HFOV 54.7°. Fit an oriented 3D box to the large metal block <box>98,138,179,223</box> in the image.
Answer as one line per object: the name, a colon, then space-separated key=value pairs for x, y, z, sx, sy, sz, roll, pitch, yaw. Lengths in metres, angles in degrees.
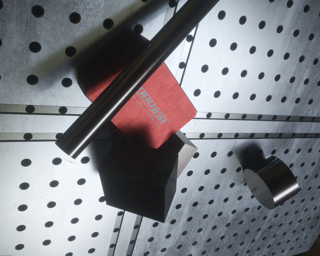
large metal block: x=-0.024 y=0.066 z=0.387 sx=0.080 sy=0.050 sz=0.080 roll=14 pitch=138 yaw=13

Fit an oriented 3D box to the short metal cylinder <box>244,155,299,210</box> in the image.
short metal cylinder: x=0.193 y=0.095 z=0.543 sx=0.050 sy=0.080 sz=0.080 roll=-28 pitch=128 yaw=-11

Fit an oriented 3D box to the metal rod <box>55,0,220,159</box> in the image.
metal rod: x=0.006 y=-0.089 z=0.323 sx=0.300 sy=0.025 sz=0.025 roll=-49 pitch=130 yaw=-9

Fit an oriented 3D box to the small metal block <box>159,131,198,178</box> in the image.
small metal block: x=0.017 y=0.032 z=0.426 sx=0.025 sy=0.050 sz=0.050 roll=23 pitch=106 yaw=-37

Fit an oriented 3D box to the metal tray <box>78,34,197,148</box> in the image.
metal tray: x=-0.021 y=-0.035 z=0.376 sx=0.090 sy=0.030 sz=0.130 roll=-41 pitch=130 yaw=-1
